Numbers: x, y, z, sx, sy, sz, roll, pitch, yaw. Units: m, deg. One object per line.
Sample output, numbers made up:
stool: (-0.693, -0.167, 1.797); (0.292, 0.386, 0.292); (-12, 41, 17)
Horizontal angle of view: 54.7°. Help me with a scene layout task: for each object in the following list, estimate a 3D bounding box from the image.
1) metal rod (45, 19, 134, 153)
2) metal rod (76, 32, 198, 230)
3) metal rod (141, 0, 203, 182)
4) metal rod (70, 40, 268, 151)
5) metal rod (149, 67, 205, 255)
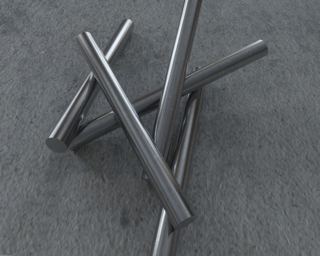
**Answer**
metal rod: (-0.087, -0.083, 0.451); (0.025, 0.025, 0.300); (9, 44, 7)
metal rod: (-0.042, -0.019, 0.372); (0.025, 0.025, 0.299); (-21, 57, -17)
metal rod: (0.023, -0.078, 0.399); (0.025, 0.025, 0.299); (11, 72, 8)
metal rod: (0.016, -0.049, 0.417); (0.302, 0.025, 0.025); (-27, 55, -12)
metal rod: (0.029, 0.029, 0.379); (0.025, 0.025, 0.300); (9, 50, 7)
